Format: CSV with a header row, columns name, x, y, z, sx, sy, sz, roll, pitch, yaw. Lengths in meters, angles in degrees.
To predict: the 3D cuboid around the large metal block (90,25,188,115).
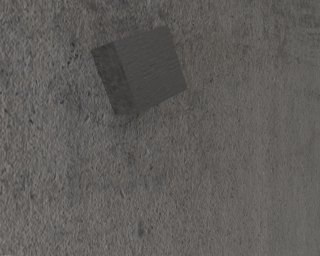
name,x,y,z,sx,sy,sz,roll,pitch,yaw
large metal block,-0.023,-0.068,0.368,0.081,0.050,0.080,-30,109,-36
